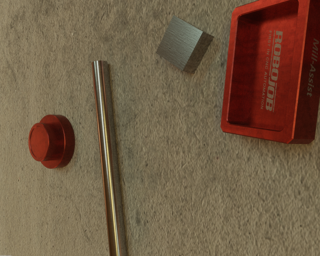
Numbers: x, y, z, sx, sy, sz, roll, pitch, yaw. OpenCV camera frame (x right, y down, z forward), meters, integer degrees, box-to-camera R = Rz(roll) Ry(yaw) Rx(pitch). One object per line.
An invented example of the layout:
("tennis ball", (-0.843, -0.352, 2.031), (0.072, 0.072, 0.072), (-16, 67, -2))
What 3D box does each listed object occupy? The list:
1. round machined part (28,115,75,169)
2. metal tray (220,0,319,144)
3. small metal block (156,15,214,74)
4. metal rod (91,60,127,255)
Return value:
("round machined part", (-0.199, 0.025, 0.555), (0.098, 0.042, 0.097), (0, 90, 39))
("metal tray", (0.104, -0.055, 0.295), (0.090, 0.030, 0.129), (12, 98, 60))
("small metal block", (0.029, -0.102, 0.379), (0.050, 0.025, 0.050), (41, 115, 32))
("metal rod", (-0.077, 0.047, 0.465), (0.025, 0.025, 0.298), (-11, 83, 39))
